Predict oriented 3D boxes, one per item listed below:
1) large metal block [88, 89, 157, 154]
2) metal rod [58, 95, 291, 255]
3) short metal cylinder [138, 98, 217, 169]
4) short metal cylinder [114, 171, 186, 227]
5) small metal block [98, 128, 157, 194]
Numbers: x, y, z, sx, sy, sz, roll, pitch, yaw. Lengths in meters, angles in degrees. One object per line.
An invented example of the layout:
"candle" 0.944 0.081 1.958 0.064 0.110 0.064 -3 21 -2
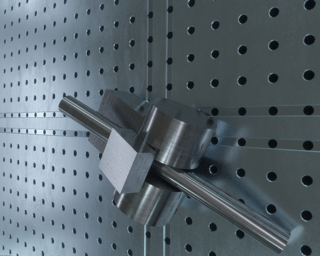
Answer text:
"large metal block" -0.044 0.002 0.422 0.080 0.050 0.079 36 112 34
"metal rod" 0.000 0.041 0.353 0.300 0.025 0.025 31 110 19
"short metal cylinder" 0.018 0.004 0.355 0.080 0.081 0.050 35 111 34
"short metal cylinder" -0.010 0.072 0.376 0.080 0.081 0.050 37 113 34
"small metal block" -0.036 0.034 0.332 0.050 0.025 0.050 40 115 42
